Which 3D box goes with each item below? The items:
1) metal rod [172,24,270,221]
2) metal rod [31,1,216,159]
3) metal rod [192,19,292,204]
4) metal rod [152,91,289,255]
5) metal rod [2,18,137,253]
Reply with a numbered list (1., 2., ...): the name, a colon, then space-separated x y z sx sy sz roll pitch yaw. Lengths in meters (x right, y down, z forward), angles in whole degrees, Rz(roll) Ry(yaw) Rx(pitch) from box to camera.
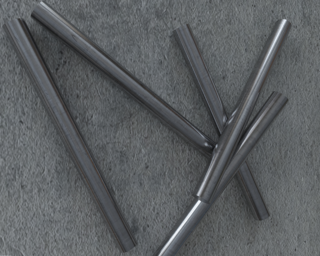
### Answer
1. metal rod: 0.091 -0.002 0.442 0.025 0.025 0.299 -28 99 -18
2. metal rod: -0.028 -0.047 0.398 0.301 0.025 0.025 38 78 -16
3. metal rod: 0.121 -0.035 0.431 0.025 0.025 0.300 35 70 -17
4. metal rod: 0.077 0.075 0.417 0.025 0.025 0.300 39 85 -16
5. metal rod: -0.102 0.016 0.371 0.025 0.025 0.299 -28 99 -18
